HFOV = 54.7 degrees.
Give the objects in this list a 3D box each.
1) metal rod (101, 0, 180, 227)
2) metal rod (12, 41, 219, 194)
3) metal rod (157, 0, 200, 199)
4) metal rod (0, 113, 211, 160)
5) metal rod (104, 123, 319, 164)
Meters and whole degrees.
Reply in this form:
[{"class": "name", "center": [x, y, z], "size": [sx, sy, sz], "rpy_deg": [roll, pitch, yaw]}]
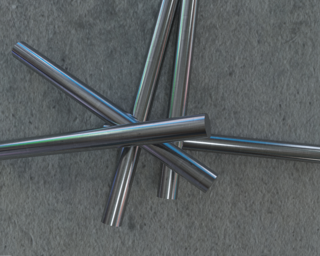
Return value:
[{"class": "metal rod", "center": [-0.022, -0.030, 0.389], "size": [0.025, 0.025, 0.299], "rpy_deg": [14, 82, -1]}, {"class": "metal rod", "center": [-0.065, -0.022, 0.369], "size": [0.300, 0.025, 0.025], "rpy_deg": [34, 90, 15]}, {"class": "metal rod", "center": [0.026, -0.063, 0.393], "size": [0.025, 0.025, 0.298], "rpy_deg": [7, 83, -1]}, {"class": "metal rod", "center": [-0.093, 0.015, 0.354], "size": [0.301, 0.025, 0.025], "rpy_deg": [-7, 90, 21]}, {"class": "metal rod", "center": [0.077, 0.021, 0.411], "size": [0.302, 0.025, 0.025], "rpy_deg": [6, 90, -1]}]
